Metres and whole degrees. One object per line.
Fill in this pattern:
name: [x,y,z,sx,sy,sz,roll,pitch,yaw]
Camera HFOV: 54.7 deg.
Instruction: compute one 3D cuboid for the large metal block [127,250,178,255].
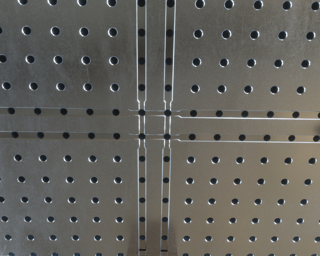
large metal block: [-0.013,0.236,0.471,0.081,0.080,0.050,3,110,-2]
